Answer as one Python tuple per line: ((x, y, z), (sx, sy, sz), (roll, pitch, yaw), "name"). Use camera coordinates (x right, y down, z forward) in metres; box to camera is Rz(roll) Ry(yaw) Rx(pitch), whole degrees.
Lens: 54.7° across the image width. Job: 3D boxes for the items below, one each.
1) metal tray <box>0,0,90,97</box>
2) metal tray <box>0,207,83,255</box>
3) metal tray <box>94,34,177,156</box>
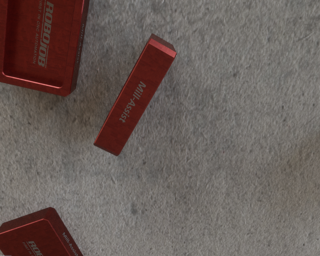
((-0.139, -0.110, 0.364), (0.091, 0.030, 0.129), (13, 110, -5), "metal tray")
((-0.178, 0.193, 0.476), (0.090, 0.030, 0.129), (-20, 109, 7), "metal tray")
((-0.028, -0.042, 0.359), (0.030, 0.090, 0.129), (28, 107, -10), "metal tray")
